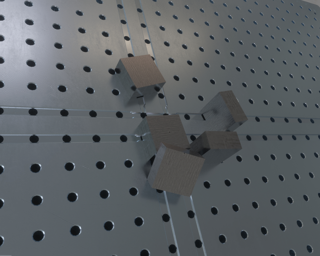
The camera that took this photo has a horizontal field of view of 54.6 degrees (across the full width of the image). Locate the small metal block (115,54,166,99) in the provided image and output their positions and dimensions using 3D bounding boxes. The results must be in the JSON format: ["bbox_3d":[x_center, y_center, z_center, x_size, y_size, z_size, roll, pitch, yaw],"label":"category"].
[{"bbox_3d":[-0.028,-0.074,0.438,0.050,0.025,0.050,-18,71,-35],"label":"small metal block"}]

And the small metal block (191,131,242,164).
[{"bbox_3d":[0.071,0.027,0.413,0.050,0.050,0.025,1,61,-27],"label":"small metal block"}]

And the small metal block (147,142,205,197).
[{"bbox_3d":[0.019,0.049,0.370,0.050,0.025,0.050,17,98,-18],"label":"small metal block"}]

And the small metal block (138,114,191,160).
[{"bbox_3d":[0.006,0.011,0.404,0.050,0.025,0.050,-5,64,-30],"label":"small metal block"}]

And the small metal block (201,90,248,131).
[{"bbox_3d":[0.093,-0.019,0.453,0.025,0.050,0.050,-11,68,-33],"label":"small metal block"}]
